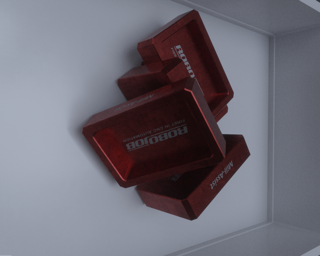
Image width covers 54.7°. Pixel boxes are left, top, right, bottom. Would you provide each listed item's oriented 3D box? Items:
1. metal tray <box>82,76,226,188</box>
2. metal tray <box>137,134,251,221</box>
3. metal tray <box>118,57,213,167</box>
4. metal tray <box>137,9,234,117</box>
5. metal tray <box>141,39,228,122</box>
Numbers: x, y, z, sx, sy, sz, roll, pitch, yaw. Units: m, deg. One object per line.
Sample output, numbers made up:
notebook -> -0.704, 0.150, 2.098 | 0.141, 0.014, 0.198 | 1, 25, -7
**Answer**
metal tray -> -0.006, 0.010, 0.334 | 0.090, 0.130, 0.030 | 60, 25, -23
metal tray -> 0.045, 0.055, 0.402 | 0.131, 0.090, 0.030 | -40, 115, -33
metal tray -> 0.014, -0.015, 0.374 | 0.030, 0.090, 0.130 | -45, 117, -31
metal tray -> 0.038, -0.071, 0.396 | 0.090, 0.030, 0.130 | -44, 116, -31
metal tray -> 0.039, -0.055, 0.438 | 0.090, 0.030, 0.130 | -41, 114, -31
